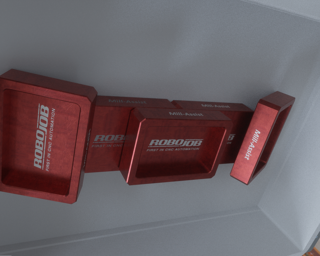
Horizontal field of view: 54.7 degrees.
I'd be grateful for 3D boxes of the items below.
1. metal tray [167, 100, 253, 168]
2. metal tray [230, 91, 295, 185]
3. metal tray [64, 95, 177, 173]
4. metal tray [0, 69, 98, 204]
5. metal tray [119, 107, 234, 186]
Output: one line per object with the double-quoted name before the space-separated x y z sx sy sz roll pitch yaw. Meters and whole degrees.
"metal tray" 0.067 0.009 0.446 0.131 0.030 0.089 0 118 -28
"metal tray" 0.157 0.014 0.472 0.091 0.030 0.129 -21 132 -52
"metal tray" -0.048 0.008 0.383 0.131 0.030 0.089 0 118 -28
"metal tray" -0.121 0.013 0.322 0.091 0.030 0.129 12 115 -6
"metal tray" 0.021 0.023 0.390 0.131 0.030 0.089 1 118 -29
